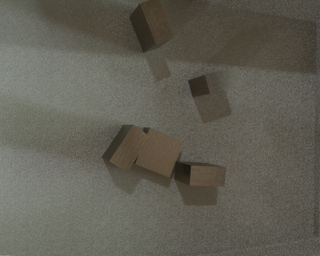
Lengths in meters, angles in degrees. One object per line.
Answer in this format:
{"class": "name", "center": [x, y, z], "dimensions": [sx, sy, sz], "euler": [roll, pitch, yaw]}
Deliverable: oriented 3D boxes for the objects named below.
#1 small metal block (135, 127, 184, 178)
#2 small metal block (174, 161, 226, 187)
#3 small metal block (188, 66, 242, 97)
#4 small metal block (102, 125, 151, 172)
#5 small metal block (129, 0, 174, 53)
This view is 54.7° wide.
{"class": "small metal block", "center": [-0.004, 0.032, 0.409], "dimensions": [0.050, 0.025, 0.050], "euler": [25, 82, -19]}
{"class": "small metal block", "center": [0.053, 0.061, 0.417], "dimensions": [0.050, 0.050, 0.025], "euler": [6, 88, -20]}
{"class": "small metal block", "center": [0.074, -0.063, 0.424], "dimensions": [0.050, 0.050, 0.025], "euler": [-18, 96, -19]}
{"class": "small metal block", "center": [-0.043, 0.024, 0.381], "dimensions": [0.025, 0.050, 0.050], "euler": [36, 79, -17]}
{"class": "small metal block", "center": [-0.012, -0.128, 0.392], "dimensions": [0.025, 0.050, 0.050], "euler": [-25, 99, -18]}
